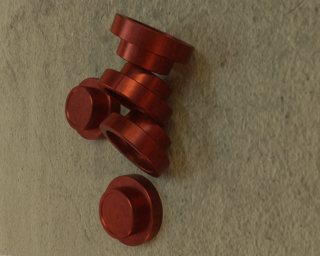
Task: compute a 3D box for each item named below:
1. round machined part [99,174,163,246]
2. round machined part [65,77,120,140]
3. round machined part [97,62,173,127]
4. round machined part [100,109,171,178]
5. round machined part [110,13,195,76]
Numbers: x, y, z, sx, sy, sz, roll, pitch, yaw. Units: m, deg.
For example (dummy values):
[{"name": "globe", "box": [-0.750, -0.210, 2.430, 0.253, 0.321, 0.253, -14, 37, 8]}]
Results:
[{"name": "round machined part", "box": [-0.047, 0.115, 0.431, 0.098, 0.042, 0.097, 0, 90, 39]}, {"name": "round machined part", "box": [-0.111, -0.030, 0.482, 0.098, 0.042, 0.097, 0, 90, 39]}, {"name": "round machined part", "box": [-0.025, -0.045, 0.383, 0.098, 0.098, 0.042, 28, 82, 36]}, {"name": "round machined part", "box": [-0.025, 0.015, 0.389, 0.098, 0.098, 0.042, 29, 69, 36]}, {"name": "round machined part", "box": [-0.012, -0.095, 0.366, 0.098, 0.099, 0.042, 37, 112, 33]}]
